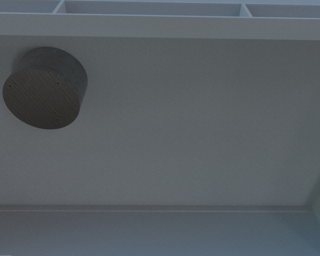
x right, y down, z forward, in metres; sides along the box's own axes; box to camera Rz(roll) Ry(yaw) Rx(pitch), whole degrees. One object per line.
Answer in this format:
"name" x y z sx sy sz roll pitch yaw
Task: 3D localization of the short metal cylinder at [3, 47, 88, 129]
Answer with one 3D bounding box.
"short metal cylinder" -0.127 -0.045 0.353 0.081 0.050 0.079 0 130 0
